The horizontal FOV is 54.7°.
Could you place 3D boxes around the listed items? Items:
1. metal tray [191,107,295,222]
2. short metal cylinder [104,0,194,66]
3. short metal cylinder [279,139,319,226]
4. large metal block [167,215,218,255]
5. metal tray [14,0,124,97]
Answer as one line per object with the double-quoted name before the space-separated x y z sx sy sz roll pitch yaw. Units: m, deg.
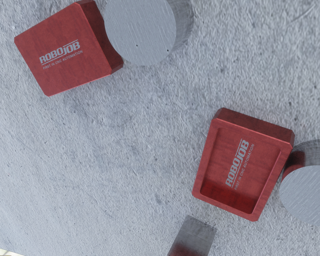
"metal tray" 0.097 0.048 0.381 0.090 0.030 0.129 20 126 16
"short metal cylinder" -0.011 -0.112 0.327 0.080 0.050 0.079 13 124 21
"short metal cylinder" 0.175 0.059 0.335 0.080 0.050 0.079 13 124 21
"large metal block" 0.042 0.196 0.470 0.050 0.080 0.079 23 127 14
"metal tray" -0.121 -0.100 0.406 0.130 0.030 0.090 -12 113 33
